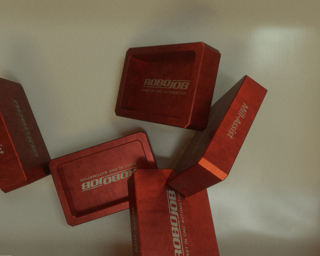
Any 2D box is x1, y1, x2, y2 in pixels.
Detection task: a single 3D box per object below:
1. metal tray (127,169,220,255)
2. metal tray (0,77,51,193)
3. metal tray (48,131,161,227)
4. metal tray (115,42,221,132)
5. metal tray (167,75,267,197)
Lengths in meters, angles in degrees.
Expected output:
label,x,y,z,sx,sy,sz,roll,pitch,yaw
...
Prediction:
label,x,y,z,sx,sy,sz,roll,pitch,yaw
metal tray,0.015,0.113,0.353,0.091,0.030,0.130,3,62,-22
metal tray,-0.179,0.005,0.376,0.030,0.090,0.129,-21,90,0
metal tray,-0.068,0.064,0.408,0.131,0.030,0.090,-18,90,-1
metal tray,0.003,-0.050,0.366,0.030,0.130,0.089,11,90,-44
metal tray,0.064,0.010,0.352,0.030,0.090,0.130,36,59,-3
